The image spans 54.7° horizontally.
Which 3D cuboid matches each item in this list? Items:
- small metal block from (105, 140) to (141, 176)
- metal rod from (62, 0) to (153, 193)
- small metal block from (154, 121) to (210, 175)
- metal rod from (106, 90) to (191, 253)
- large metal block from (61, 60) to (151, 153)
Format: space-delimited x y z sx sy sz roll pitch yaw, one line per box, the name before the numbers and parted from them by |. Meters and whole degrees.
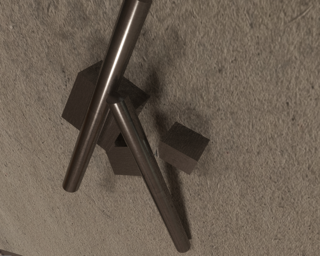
small metal block | -0.048 0.042 0.457 0.050 0.025 0.050 -2 118 28
metal rod | -0.076 -0.016 0.370 0.025 0.025 0.298 34 128 6
small metal block | 0.029 0.024 0.389 0.050 0.050 0.025 29 128 9
metal rod | -0.004 0.080 0.417 0.025 0.025 0.299 2 132 27
large metal block | -0.073 -0.028 0.410 0.080 0.050 0.080 37 129 2
